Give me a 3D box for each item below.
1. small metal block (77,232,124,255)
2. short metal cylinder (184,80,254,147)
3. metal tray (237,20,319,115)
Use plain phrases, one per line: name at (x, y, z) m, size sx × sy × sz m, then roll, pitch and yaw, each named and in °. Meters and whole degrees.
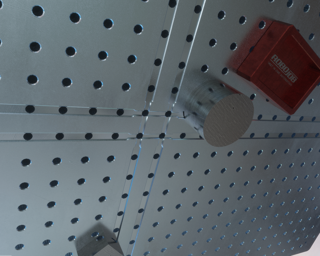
small metal block at (-0.092, 0.199, 0.485) m, size 0.050 × 0.025 × 0.050 m, roll -36°, pitch 130°, yaw -4°
short metal cylinder at (0.081, -0.021, 0.429) m, size 0.081 × 0.050 × 0.079 m, roll -14°, pitch 125°, yaw -21°
metal tray at (0.184, -0.084, 0.459) m, size 0.131 × 0.030 × 0.090 m, roll 27°, pitch 103°, yaw -38°
